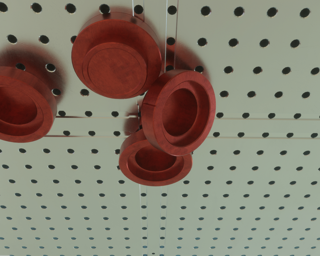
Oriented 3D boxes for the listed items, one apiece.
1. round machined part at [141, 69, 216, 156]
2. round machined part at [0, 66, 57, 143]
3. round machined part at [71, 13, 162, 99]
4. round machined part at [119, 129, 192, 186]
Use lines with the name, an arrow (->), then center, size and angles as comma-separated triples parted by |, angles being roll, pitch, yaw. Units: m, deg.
round machined part -> 0.017, -0.020, 0.361 | 0.099, 0.042, 0.097 | -14, 112, -38
round machined part -> -0.174, -0.031, 0.371 | 0.099, 0.042, 0.097 | -1, 130, 0
round machined part -> -0.047, -0.071, 0.340 | 0.099, 0.042, 0.097 | -1, 130, 0
round machined part -> -0.006, 0.035, 0.428 | 0.099, 0.042, 0.097 | -1, 133, 0
